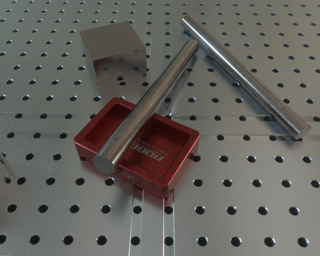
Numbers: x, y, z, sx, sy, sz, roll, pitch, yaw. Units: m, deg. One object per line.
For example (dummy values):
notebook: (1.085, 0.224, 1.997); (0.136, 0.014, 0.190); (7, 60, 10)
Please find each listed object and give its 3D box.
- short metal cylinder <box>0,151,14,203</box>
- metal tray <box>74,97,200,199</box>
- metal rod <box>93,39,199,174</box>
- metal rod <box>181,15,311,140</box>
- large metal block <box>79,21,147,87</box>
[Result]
short metal cylinder: (-0.214, 0.051, 0.345); (0.081, 0.050, 0.080); (0, 50, 0)
metal tray: (-0.028, 0.020, 0.387); (0.130, 0.030, 0.090); (24, 54, 18)
metal rod: (-0.001, -0.051, 0.417); (0.025, 0.025, 0.301); (17, 42, 14)
metal rod: (0.118, -0.096, 0.489); (0.025, 0.025, 0.300); (-21, 53, -17)
large metal block: (-0.074, -0.119, 0.491); (0.081, 0.050, 0.080); (-18, 53, -15)
